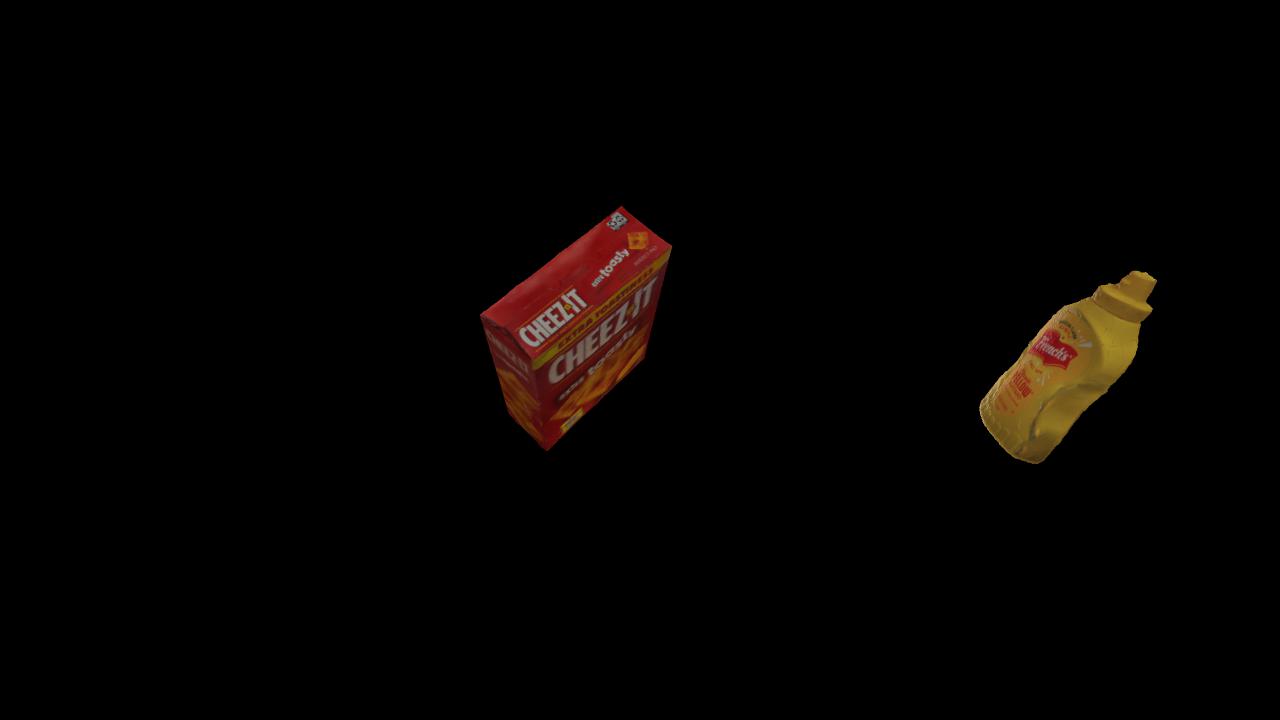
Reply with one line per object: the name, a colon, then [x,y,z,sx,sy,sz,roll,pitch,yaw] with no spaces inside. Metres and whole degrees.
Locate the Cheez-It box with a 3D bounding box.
Cheez-It box: [-0.058,-0.021,0.602,0.071,0.166,0.223,40,-24,14]

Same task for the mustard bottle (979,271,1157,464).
mustard bottle: [0.388,0.001,0.554,0.054,0.184,0.092,22,34,0]
